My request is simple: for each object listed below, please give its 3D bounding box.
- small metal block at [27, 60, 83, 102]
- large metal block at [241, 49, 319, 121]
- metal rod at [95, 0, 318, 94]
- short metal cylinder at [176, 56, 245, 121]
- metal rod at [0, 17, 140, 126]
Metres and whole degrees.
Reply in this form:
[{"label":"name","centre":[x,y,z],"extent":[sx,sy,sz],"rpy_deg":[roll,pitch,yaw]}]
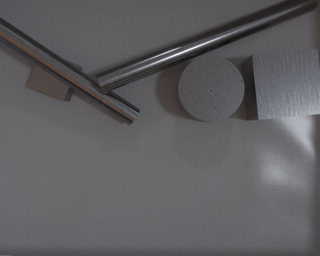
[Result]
[{"label":"small metal block","centre":[-0.138,-0.067,0.410],"extent":[0.050,0.025,0.050],"rpy_deg":[21,90,-1]},{"label":"large metal block","centre":[0.156,-0.053,0.401],"extent":[0.081,0.050,0.079],"rpy_deg":[-6,90,-1]},{"label":"metal rod","centre":[0.064,-0.111,0.392],"extent":[0.302,0.025,0.025],"rpy_deg":[-23,90,-8]},{"label":"short metal cylinder","centre":[0.062,-0.048,0.400],"extent":[0.081,0.050,0.079],"rpy_deg":[0,90,-1]},{"label":"metal rod","centre":[-0.156,-0.095,0.374],"extent":[0.301,0.025,0.025],"rpy_deg":[33,90,-11]}]
